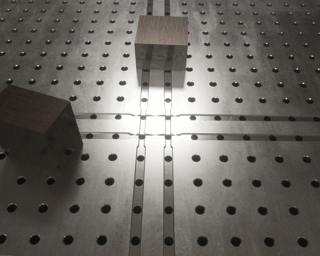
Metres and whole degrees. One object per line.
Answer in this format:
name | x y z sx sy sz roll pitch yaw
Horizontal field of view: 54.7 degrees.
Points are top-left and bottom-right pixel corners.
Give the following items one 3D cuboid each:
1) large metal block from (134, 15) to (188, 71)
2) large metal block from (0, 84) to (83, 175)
large metal block | 0.004 -0.140 0.509 0.080 0.050 0.080 3 50 2
large metal block | -0.147 0.003 0.368 0.080 0.080 0.050 16 52 12
